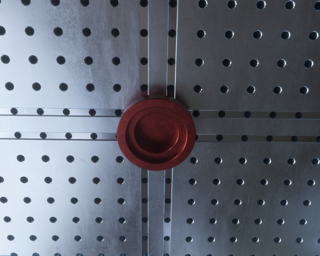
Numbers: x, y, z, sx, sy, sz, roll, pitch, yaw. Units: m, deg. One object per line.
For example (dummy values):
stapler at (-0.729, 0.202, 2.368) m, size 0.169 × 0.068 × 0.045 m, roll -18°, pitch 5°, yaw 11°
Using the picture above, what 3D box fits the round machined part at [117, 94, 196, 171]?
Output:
round machined part at (-0.005, 0.003, 0.405) m, size 0.099 × 0.042 × 0.097 m, roll 0°, pitch 110°, yaw 0°
